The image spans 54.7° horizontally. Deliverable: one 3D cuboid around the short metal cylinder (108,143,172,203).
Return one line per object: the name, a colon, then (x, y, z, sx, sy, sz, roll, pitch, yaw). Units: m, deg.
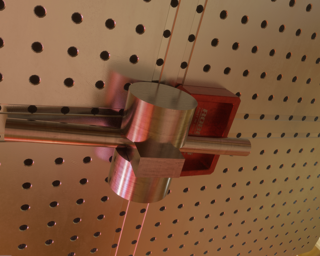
short metal cylinder: (-0.022, 0.050, 0.394, 0.081, 0.080, 0.050, 1, 118, -29)

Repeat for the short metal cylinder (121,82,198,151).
short metal cylinder: (-0.002, -0.016, 0.363, 0.081, 0.080, 0.050, 1, 118, -29)

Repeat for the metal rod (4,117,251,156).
metal rod: (-0.021, 0.014, 0.378, 0.302, 0.025, 0.025, 5, 116, -21)

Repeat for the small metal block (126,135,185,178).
small metal block: (-0.006, 0.031, 0.349, 0.050, 0.050, 0.025, 5, 116, -21)

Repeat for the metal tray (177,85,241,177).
metal tray: (0.052, 0.008, 0.441, 0.091, 0.030, 0.129, 1, 118, -29)
